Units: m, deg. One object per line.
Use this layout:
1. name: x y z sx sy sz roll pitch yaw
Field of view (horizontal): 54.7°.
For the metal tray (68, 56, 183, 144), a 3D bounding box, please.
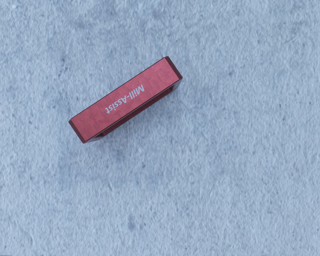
1. metal tray: -0.038 -0.031 0.377 0.130 0.090 0.030 -34 90 0
